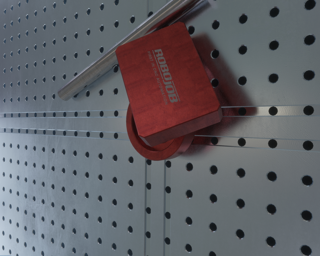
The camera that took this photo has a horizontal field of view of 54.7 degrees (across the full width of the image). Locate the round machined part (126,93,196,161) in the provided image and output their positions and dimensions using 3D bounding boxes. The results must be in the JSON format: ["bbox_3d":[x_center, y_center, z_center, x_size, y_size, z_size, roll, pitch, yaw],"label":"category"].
[{"bbox_3d":[0.006,-0.009,0.393,0.098,0.042,0.097,0,90,40],"label":"round machined part"}]

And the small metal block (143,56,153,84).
[{"bbox_3d":[-0.018,-0.079,0.424,0.050,0.025,0.050,-13,82,39],"label":"small metal block"}]

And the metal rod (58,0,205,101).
[{"bbox_3d":[-0.062,-0.112,0.460,0.299,0.025,0.025,-26,74,37],"label":"metal rod"}]

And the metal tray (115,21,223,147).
[{"bbox_3d":[0.007,-0.053,0.358,0.090,0.030,0.130,-21,63,6],"label":"metal tray"}]
